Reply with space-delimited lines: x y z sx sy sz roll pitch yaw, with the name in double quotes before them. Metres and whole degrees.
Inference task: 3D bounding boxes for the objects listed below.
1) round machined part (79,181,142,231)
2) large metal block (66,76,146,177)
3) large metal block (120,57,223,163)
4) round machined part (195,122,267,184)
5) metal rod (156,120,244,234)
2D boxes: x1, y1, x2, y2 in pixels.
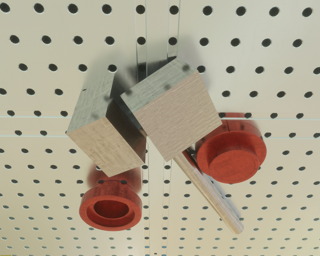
"round machined part" -0.078 0.123 0.505 0.099 0.042 0.097 0 130 0
"large metal block" -0.058 -0.002 0.373 0.050 0.080 0.080 -22 127 18
"large metal block" 0.014 -0.021 0.359 0.080 0.050 0.080 -35 126 -4
"round machined part" 0.101 0.041 0.437 0.099 0.042 0.097 0 130 0
"metal rod" 0.066 0.086 0.485 0.025 0.025 0.300 -24 126 19
